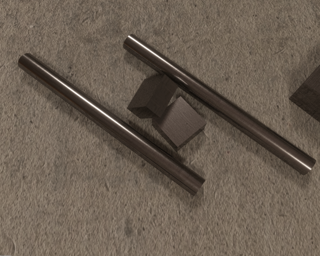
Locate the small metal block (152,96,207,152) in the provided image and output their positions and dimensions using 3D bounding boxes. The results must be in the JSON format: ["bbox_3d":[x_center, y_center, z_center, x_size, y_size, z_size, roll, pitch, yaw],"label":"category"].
[{"bbox_3d":[0.025,-0.005,0.410,0.050,0.025,0.050,-39,75,-13],"label":"small metal block"}]

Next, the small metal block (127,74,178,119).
[{"bbox_3d":[-0.011,-0.040,0.407,0.025,0.050,0.050,39,70,-28],"label":"small metal block"}]

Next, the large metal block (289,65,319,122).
[{"bbox_3d":[0.239,-0.051,0.416,0.080,0.050,0.080,42,75,13],"label":"large metal block"}]

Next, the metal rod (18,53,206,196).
[{"bbox_3d":[-0.071,-0.011,0.411,0.300,0.025,0.025,35,74,11],"label":"metal rod"}]

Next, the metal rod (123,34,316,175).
[{"bbox_3d":[0.072,-0.038,0.422,0.300,0.025,0.025,37,74,12],"label":"metal rod"}]
